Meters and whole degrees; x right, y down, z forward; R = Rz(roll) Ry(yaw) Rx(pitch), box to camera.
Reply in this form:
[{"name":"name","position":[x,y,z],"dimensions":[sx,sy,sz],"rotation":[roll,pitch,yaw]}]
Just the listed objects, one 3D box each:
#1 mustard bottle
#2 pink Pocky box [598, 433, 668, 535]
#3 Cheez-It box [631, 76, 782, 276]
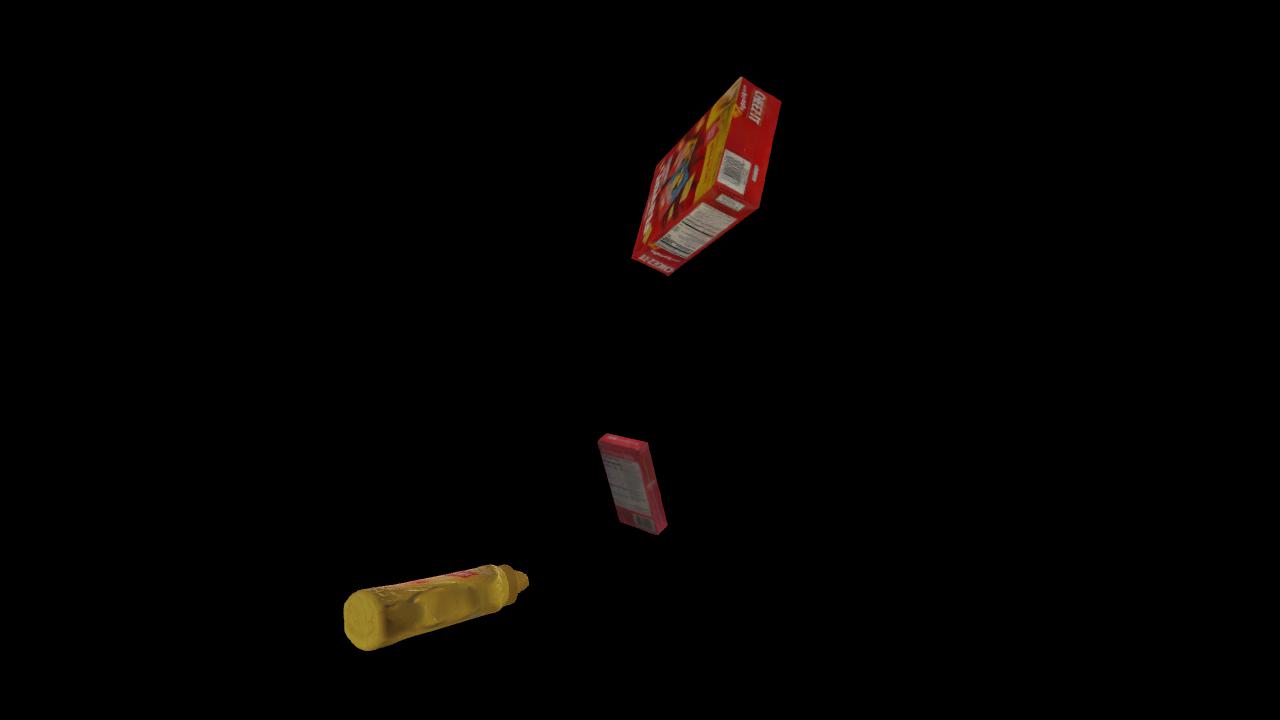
[{"name":"mustard bottle","position":[-0.192,0.243,0.626],"dimensions":[0.184,0.054,0.092],"rotation":[4,-23,-46]},{"name":"pink Pocky box","position":[-0.011,0.189,0.944],"dimensions":[0.084,0.155,0.029],"rotation":[6,29,41]},{"name":"Cheez-It box","position":[0.078,-0.226,0.797],"dimensions":[0.071,0.166,0.223],"rotation":[23,-23,-20]}]
